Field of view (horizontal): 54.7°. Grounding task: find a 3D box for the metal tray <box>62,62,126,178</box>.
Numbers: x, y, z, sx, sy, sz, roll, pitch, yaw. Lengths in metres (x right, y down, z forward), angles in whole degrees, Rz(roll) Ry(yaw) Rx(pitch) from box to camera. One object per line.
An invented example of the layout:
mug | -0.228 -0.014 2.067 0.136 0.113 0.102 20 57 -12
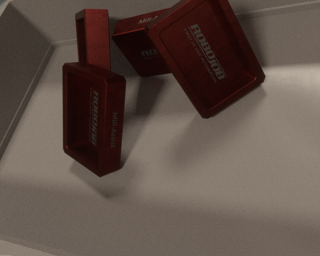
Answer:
metal tray | -0.089 -0.013 0.403 0.090 0.030 0.129 25 119 36

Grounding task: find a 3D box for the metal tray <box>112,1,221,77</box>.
metal tray | 0.012 -0.117 0.427 0.130 0.090 0.030 -4 59 26

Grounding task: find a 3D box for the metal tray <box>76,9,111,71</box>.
metal tray | -0.103 -0.127 0.465 0.030 0.089 0.130 -6 18 -19

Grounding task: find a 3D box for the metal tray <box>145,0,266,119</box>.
metal tray | 0.054 -0.085 0.361 0.090 0.130 0.030 -34 26 5
